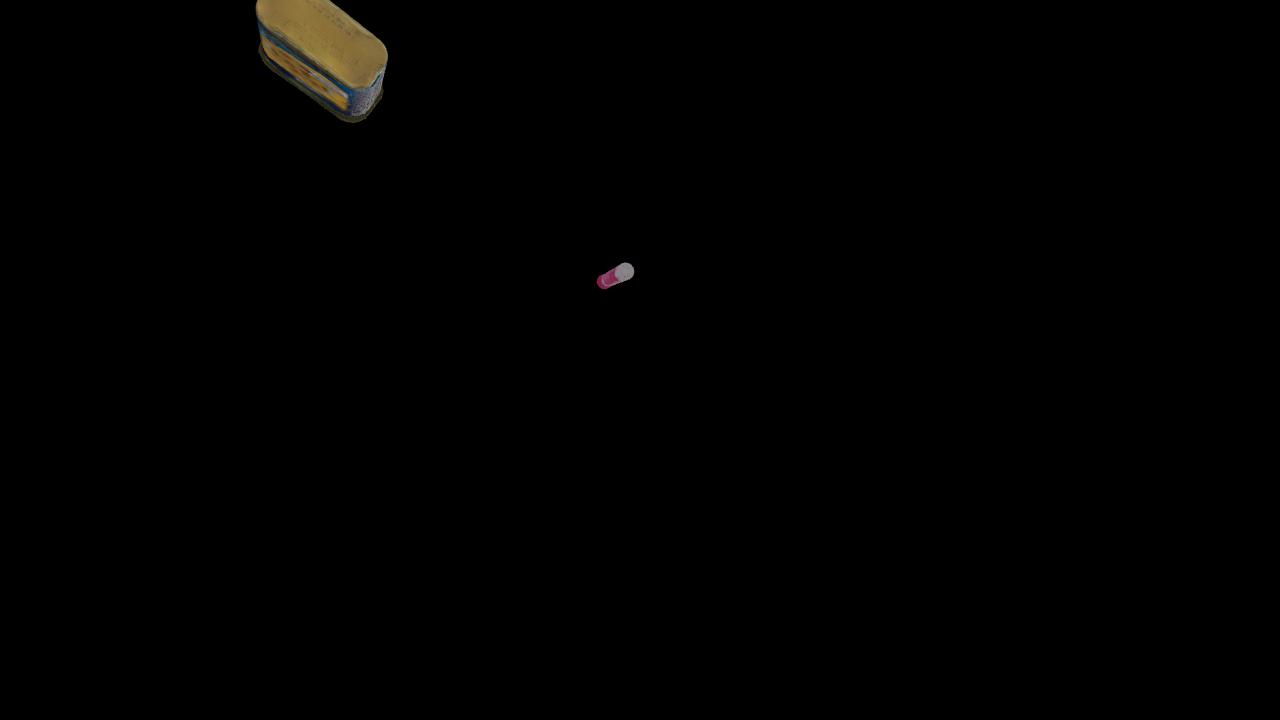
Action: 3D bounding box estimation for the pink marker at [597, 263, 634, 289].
[{"bbox_3d":[-0.031,-0.096,0.713,0.020,0.020,0.121,0,1,-15],"label":"pink marker"}]

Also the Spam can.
[{"bbox_3d":[-0.276,-0.268,0.536,0.101,0.058,0.085,34,-13,-24],"label":"Spam can"}]
